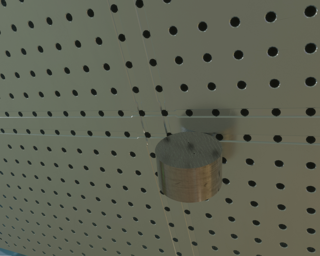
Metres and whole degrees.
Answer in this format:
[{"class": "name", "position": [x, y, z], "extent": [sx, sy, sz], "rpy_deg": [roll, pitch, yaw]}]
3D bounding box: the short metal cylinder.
[{"class": "short metal cylinder", "position": [0.036, 0.046, 0.384], "extent": [0.080, 0.080, 0.050], "rpy_deg": [8, 122, 23]}]
